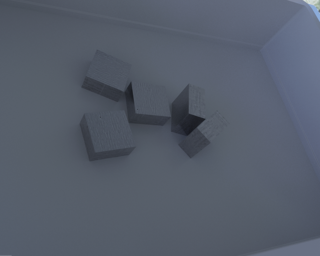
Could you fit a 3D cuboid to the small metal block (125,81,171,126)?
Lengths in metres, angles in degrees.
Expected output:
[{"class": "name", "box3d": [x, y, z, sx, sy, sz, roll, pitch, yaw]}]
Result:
[{"class": "small metal block", "box3d": [-0.017, -0.032, 0.418, 0.050, 0.025, 0.050, 5, 60, -26]}]

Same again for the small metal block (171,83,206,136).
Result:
[{"class": "small metal block", "box3d": [0.038, -0.024, 0.427, 0.025, 0.050, 0.050, 17, 55, -19]}]

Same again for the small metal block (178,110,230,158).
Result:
[{"class": "small metal block", "box3d": [0.059, 0.009, 0.418, 0.025, 0.050, 0.050, 48, 51, 5]}]

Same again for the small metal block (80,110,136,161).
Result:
[{"class": "small metal block", "box3d": [-0.062, 0.008, 0.368, 0.050, 0.025, 0.050, -7, 65, -31]}]

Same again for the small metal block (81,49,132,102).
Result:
[{"class": "small metal block", "box3d": [-0.070, -0.069, 0.411, 0.050, 0.025, 0.050, 22, 53, -16]}]
